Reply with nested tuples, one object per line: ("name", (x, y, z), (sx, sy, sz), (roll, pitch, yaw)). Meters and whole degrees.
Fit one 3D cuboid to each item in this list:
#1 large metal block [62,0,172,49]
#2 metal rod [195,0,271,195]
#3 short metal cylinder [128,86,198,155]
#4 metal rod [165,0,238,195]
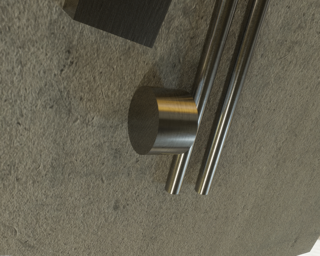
("large metal block", (-0.036, -0.131, 0.291), (0.081, 0.050, 0.079), (11, 113, -34))
("metal rod", (0.096, -0.029, 0.443), (0.025, 0.025, 0.298), (-3, 120, -27))
("short metal cylinder", (0.001, -0.008, 0.368), (0.050, 0.080, 0.079), (2, 118, -30))
("metal rod", (0.051, -0.036, 0.413), (0.025, 0.025, 0.298), (-1, 119, -28))
